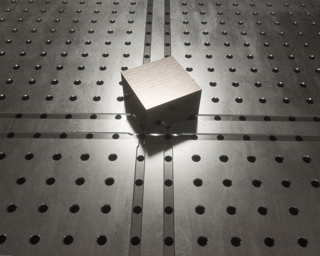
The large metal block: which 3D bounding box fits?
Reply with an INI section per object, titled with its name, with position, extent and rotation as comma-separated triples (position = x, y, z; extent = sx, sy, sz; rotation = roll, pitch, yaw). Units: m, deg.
[large metal block]
position = 0.000, -0.048, 0.432
extent = 0.081, 0.050, 0.080
rotation = -22, 54, -18
